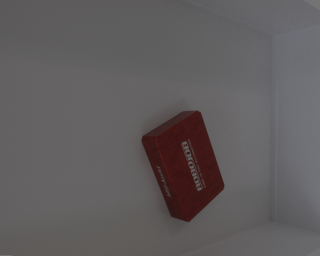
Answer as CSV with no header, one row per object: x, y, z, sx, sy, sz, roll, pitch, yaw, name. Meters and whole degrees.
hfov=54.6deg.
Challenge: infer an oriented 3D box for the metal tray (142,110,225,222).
0.037,0.051,0.433,0.091,0.030,0.129,-32,110,-35,metal tray
